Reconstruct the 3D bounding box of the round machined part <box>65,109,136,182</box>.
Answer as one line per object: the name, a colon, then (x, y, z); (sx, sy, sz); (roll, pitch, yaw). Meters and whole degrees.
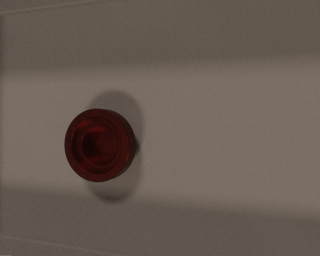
round machined part: (-0.078, 0.023, 0.428); (0.098, 0.042, 0.097); (0, 90, 19)
